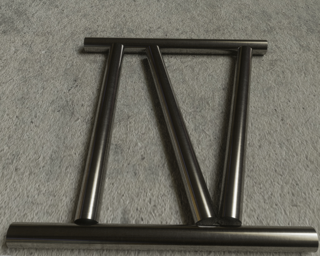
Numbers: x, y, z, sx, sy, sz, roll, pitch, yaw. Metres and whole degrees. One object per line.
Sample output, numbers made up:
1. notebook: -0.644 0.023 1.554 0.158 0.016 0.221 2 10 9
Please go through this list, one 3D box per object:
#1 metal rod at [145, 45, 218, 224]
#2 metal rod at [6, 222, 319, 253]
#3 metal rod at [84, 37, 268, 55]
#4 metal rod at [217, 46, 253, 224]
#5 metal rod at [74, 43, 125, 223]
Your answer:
1. metal rod: 0.018 -0.014 0.416 0.025 0.025 0.300 -9 51 -8
2. metal rod: 0.002 0.110 0.311 0.302 0.025 0.025 1 50 0
3. metal rod: 0.026 -0.138 0.521 0.302 0.025 0.025 1 50 0
4. metal rod: 0.106 -0.014 0.416 0.025 0.025 0.300 10 51 8
5. metal rod: -0.073 -0.016 0.416 0.025 0.025 0.300 1 50 0
